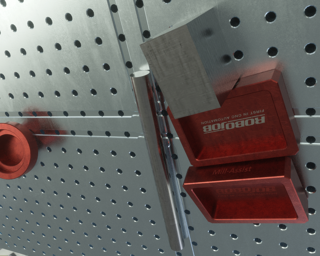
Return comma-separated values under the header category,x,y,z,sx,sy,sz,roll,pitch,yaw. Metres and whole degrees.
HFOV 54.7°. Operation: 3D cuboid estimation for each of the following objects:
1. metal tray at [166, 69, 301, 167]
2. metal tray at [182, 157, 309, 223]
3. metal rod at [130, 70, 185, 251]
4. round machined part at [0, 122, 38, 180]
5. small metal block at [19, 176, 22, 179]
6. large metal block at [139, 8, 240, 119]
category,x,y,z,sx,sy,sz,roll,pitch,yaw
metal tray,0.083,-0.006,0.359,0.130,0.030,0.090,-12,112,33
metal tray,0.106,0.082,0.387,0.130,0.030,0.090,-11,128,32
metal rod,0.002,0.064,0.448,0.025,0.025,0.298,3,120,26
round machined part,-0.256,0.037,0.539,0.098,0.042,0.097,2,99,12
small metal block,-0.277,0.061,0.592,0.050,0.025,0.050,34,129,5
large metal block,0.035,-0.067,0.315,0.050,0.080,0.080,-14,111,33
